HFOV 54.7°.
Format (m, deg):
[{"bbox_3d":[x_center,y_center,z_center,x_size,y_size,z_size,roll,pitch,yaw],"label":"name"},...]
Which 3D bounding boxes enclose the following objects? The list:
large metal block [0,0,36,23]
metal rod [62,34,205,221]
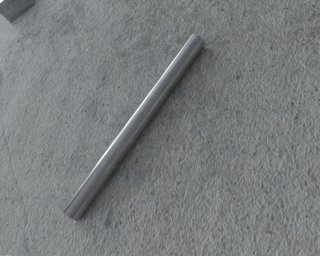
[{"bbox_3d":[-0.371,-0.325,0.781,0.080,0.050,0.080,-37,51,3],"label":"large metal block"},{"bbox_3d":[-0.030,-0.009,0.424,0.025,0.025,0.300,27,76,37],"label":"metal rod"}]
